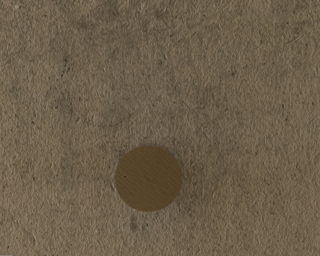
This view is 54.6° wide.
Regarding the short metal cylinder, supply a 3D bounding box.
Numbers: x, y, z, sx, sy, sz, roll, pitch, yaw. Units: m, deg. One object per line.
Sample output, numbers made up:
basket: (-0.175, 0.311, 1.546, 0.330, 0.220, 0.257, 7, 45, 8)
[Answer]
short metal cylinder: (-0.014, 0.061, 0.397, 0.080, 0.050, 0.080, 0, 90, 0)
